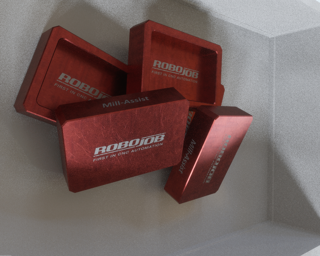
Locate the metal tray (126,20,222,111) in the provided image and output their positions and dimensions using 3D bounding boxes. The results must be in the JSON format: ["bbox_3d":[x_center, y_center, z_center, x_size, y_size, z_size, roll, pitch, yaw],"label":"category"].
[{"bbox_3d":[0.023,-0.069,0.382,0.131,0.030,0.089,5,87,-40],"label":"metal tray"}]

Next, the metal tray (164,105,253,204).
[{"bbox_3d":[0.066,0.035,0.417,0.091,0.030,0.129,-2,120,-46],"label":"metal tray"}]

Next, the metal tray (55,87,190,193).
[{"bbox_3d":[-0.037,0.011,0.328,0.131,0.030,0.089,-12,128,-24],"label":"metal tray"}]

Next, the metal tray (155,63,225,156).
[{"bbox_3d":[0.041,-0.016,0.437,0.090,0.030,0.130,25,74,-38],"label":"metal tray"}]

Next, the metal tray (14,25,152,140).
[{"bbox_3d":[-0.075,-0.037,0.338,0.131,0.030,0.090,25,74,-38],"label":"metal tray"}]
